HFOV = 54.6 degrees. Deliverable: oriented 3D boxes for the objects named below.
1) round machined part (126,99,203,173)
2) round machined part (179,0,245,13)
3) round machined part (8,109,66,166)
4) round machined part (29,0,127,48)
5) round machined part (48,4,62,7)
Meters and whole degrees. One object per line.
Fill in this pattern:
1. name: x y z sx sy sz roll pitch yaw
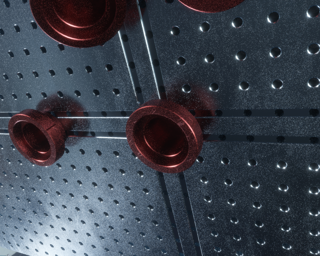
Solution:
1. round machined part: 0.009 0.007 0.400 0.098 0.042 0.097 13 124 21
2. round machined part: 0.051 -0.157 0.276 0.098 0.042 0.097 13 124 21
3. round machined part: -0.196 0.012 0.512 0.098 0.042 0.097 13 124 21
4. round machined part: -0.088 -0.141 0.339 0.099 0.042 0.097 -8 138 -7
5. round machined part: -0.141 -0.191 0.357 0.098 0.042 0.097 13 124 21
